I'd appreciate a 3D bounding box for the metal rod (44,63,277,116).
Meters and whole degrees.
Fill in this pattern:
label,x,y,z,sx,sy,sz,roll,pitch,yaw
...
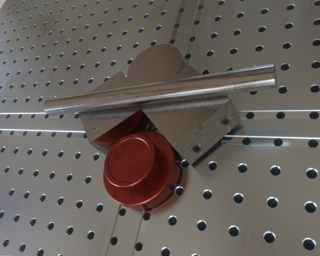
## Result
label,x,y,z,sx,sy,sz,roll,pitch,yaw
metal rod,-0.020,-0.040,0.372,0.300,0.025,0.025,-5,60,26

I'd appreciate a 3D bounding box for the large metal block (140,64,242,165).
label,x,y,z,sx,sy,sz,roll,pitch,yaw
large metal block,0.036,-0.017,0.375,0.080,0.050,0.080,-41,51,1

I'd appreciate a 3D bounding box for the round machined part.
label,x,y,z,sx,sy,sz,roll,pitch,yaw
round machined part,-0.028,0.046,0.379,0.098,0.042,0.098,-13,56,21

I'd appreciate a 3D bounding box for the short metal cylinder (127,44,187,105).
label,x,y,z,sx,sy,sz,roll,pitch,yaw
short metal cylinder,0.002,-0.068,0.428,0.080,0.050,0.080,-13,56,21

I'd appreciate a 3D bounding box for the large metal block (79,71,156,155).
label,x,y,z,sx,sy,sz,roll,pitch,yaw
large metal block,-0.062,-0.019,0.431,0.080,0.050,0.080,-34,53,5
